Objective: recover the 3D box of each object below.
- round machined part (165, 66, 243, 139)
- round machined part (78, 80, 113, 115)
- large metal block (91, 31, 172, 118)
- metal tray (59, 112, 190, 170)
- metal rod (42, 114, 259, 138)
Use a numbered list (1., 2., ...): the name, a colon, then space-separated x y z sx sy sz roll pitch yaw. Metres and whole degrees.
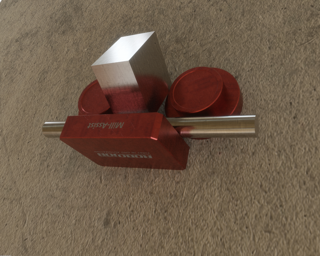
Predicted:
1. round machined part: 0.050 -0.038 0.389 0.098 0.042 0.098 -13 56 20
2. round machined part: -0.080 -0.036 0.454 0.098 0.042 0.098 -13 56 20
3. large metal block: -0.030 -0.064 0.390 0.050 0.080 0.080 -2 37 26
4. metal tray: -0.041 0.018 0.372 0.130 0.090 0.030 -1 62 27
5. metal rod: -0.032 0.000 0.394 0.300 0.025 0.025 -1 61 27
